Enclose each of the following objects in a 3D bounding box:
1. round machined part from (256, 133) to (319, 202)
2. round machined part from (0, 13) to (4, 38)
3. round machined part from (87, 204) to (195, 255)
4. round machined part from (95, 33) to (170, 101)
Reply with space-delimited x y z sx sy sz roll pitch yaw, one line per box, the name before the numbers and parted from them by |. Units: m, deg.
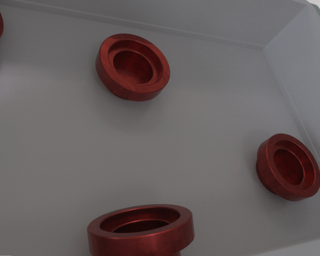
round machined part | 0.182 0.060 0.456 0.099 0.042 0.098 14 56 -21
round machined part | -0.226 -0.121 0.330 0.098 0.042 0.098 42 34 -36
round machined part | -0.016 0.106 0.292 0.099 0.098 0.042 -7 90 -31
round machined part | -0.039 -0.077 0.420 0.099 0.042 0.098 14 56 -21
